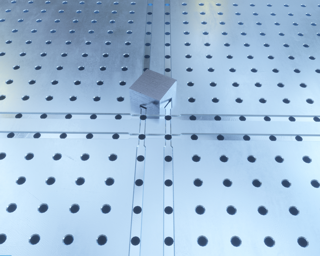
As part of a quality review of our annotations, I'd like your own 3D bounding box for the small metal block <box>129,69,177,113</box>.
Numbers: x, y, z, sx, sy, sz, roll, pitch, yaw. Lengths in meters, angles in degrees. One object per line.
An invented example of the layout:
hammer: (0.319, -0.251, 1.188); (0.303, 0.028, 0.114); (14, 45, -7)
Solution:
small metal block: (-0.010, -0.055, 0.454); (0.050, 0.025, 0.050); (24, 54, 18)
